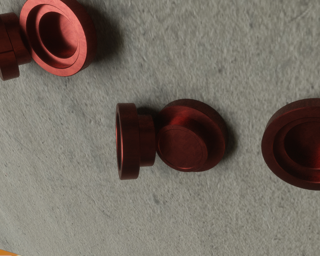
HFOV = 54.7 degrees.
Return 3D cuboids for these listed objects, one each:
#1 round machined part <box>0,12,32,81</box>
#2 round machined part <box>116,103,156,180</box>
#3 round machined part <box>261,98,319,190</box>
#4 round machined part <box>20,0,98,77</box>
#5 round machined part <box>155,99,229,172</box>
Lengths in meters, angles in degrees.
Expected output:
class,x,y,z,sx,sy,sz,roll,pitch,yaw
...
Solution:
class,x,y,z,sx,sy,sz,roll,pitch,yaw
round machined part,-0.205,-0.115,0.411,0.098,0.042,0.097,42,144,41
round machined part,-0.032,0.016,0.398,0.042,0.098,0.097,-2,125,-12
round machined part,0.159,0.013,0.320,0.098,0.042,0.097,13,124,20
round machined part,-0.119,-0.117,0.384,0.098,0.042,0.097,12,124,20
round machined part,0.032,0.016,0.388,0.098,0.042,0.097,13,124,20
